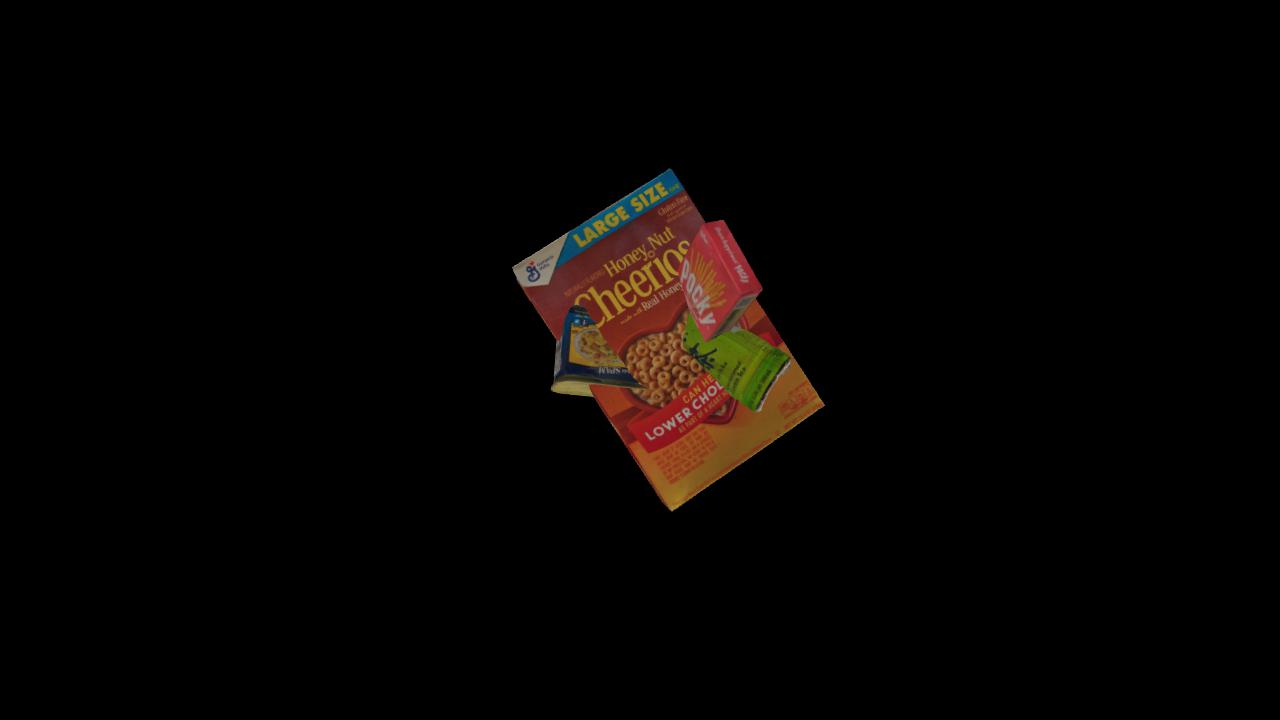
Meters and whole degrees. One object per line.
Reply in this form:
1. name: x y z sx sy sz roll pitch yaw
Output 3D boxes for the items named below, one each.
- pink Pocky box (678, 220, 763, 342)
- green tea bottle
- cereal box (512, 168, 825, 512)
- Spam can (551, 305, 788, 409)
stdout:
1. pink Pocky box: 0.065 -0.062 0.632 0.029 0.084 0.155 -16 -21 -25
2. green tea bottle: 0.056 -0.027 0.661 0.212 0.073 0.073 34 12 19
3. cereal box: 0.028 -0.022 0.668 0.203 0.306 0.081 -33 1 -7
4. Spam can: -0.039 -0.007 0.647 0.101 0.085 0.058 8 -18 -20
